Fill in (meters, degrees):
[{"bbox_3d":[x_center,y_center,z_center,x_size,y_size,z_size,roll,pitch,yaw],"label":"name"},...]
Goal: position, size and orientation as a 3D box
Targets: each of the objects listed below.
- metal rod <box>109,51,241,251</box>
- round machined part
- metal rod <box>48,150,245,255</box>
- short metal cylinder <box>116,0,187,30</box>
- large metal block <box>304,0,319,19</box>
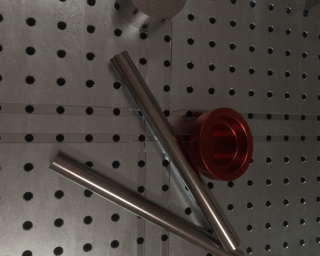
[{"bbox_3d":[0.024,0.035,0.411,0.025,0.025,0.299,-33,97,-17],"label":"metal rod"},{"bbox_3d":[0.079,0.023,0.426,0.099,0.042,0.097,4,82,-33],"label":"round machined part"},{"bbox_3d":[-0.005,0.115,0.412,0.301,0.025,0.025,33,79,-18],"label":"metal rod"},{"bbox_3d":[-0.011,-0.172,0.396,0.081,0.050,0.079,0,90,-20],"label":"short metal cylinder"},{"bbox_3d":[0.295,-0.223,0.510,0.081,0.050,0.080,15,85,-20],"label":"large metal block"}]
